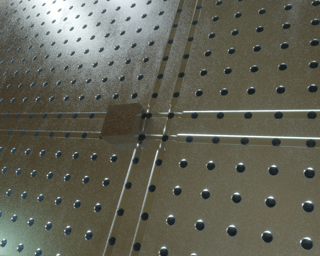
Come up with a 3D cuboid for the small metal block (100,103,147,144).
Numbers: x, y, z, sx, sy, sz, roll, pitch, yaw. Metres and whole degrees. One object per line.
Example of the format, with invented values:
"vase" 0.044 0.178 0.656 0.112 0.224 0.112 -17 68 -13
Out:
"small metal block" -0.051 -0.006 0.437 0.050 0.025 0.050 -3 60 26
